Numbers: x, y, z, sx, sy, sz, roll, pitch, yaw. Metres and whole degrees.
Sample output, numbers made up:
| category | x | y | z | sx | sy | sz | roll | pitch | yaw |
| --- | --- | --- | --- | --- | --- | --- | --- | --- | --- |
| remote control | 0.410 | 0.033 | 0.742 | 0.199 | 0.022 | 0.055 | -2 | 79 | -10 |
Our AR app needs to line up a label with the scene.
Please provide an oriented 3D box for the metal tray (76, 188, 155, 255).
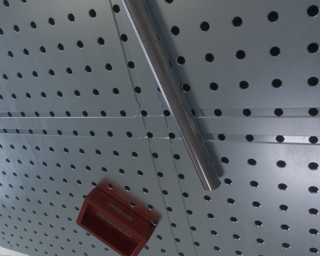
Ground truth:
| category | x | y | z | sx | sy | sz | roll | pitch | yaw |
| --- | --- | --- | --- | --- | --- | --- | --- | --- | --- |
| metal tray | -0.083 | 0.176 | 0.560 | 0.130 | 0.030 | 0.089 | 33 | 129 | 6 |

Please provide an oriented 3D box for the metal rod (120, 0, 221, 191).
| category | x | y | z | sx | sy | sz | roll | pitch | yaw |
| --- | --- | --- | --- | --- | --- | --- | --- | --- | --- |
| metal rod | 0.012 | -0.051 | 0.373 | 0.025 | 0.025 | 0.299 | -12 | 113 | 33 |
